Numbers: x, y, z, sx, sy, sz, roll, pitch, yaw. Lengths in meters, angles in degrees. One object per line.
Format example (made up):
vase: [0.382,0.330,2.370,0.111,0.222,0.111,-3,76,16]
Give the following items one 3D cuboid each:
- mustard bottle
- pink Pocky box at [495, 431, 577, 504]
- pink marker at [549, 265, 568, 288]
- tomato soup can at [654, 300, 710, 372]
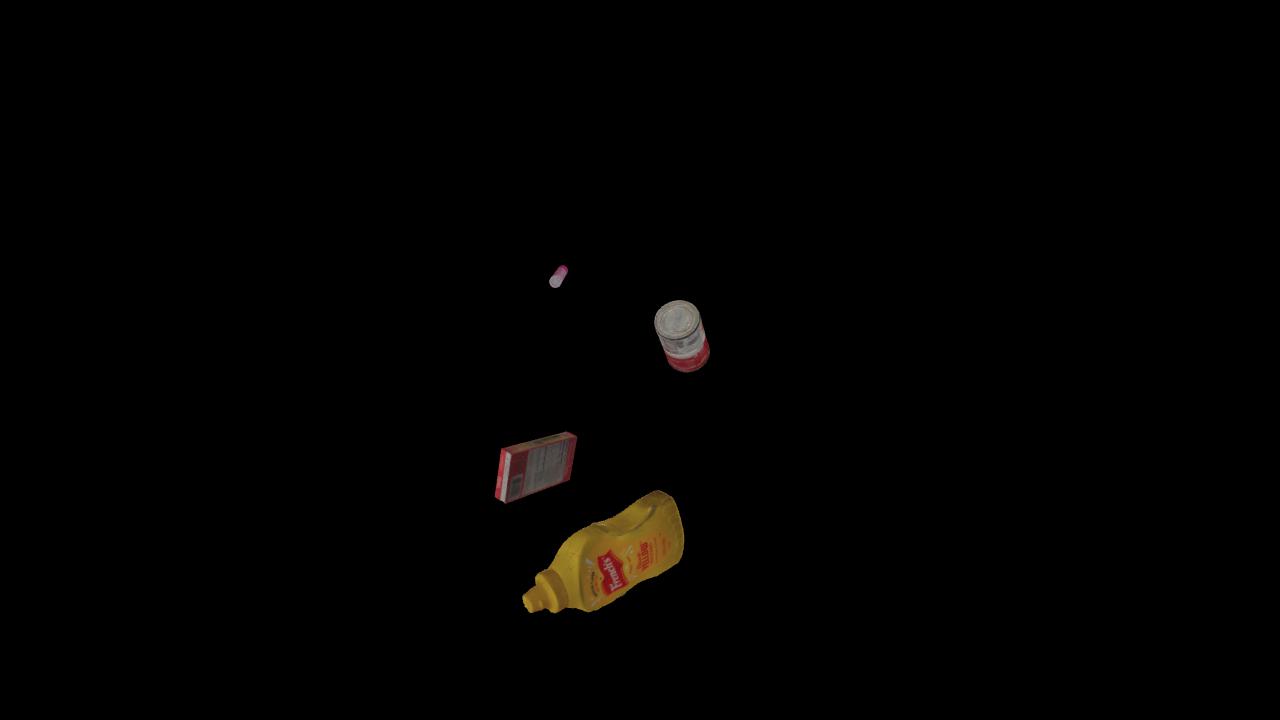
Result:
mustard bottle: [-0.038,0.211,0.641,0.184,0.092,0.054,-19,29,-34]
pink Pocky box: [-0.166,0.171,0.997,0.029,0.084,0.155,19,15,32]
pink marker: [-0.132,-0.138,1.005,0.020,0.020,0.121,0,17,-1]
tomato soup can: [0.062,-0.034,0.898,0.068,0.068,0.101,0,-28,15]
